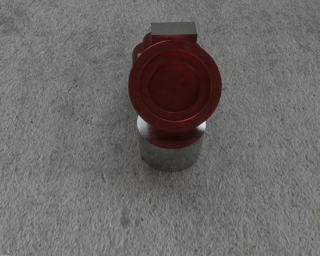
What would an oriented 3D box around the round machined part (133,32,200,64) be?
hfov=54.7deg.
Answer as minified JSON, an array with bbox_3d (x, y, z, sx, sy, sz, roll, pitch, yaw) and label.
[{"bbox_3d":[0.010,-0.106,0.441,0.099,0.098,0.042,-2,75,-2],"label":"round machined part"}]

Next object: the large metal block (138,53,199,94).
[{"bbox_3d":[0.013,-0.052,0.412,0.081,0.080,0.050,-2,50,-2],"label":"large metal block"}]

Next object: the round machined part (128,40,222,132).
[{"bbox_3d":[0.016,-0.044,0.345,0.099,0.042,0.097,0,88,-2],"label":"round machined part"}]

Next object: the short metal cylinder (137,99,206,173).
[{"bbox_3d":[0.013,0.008,0.383,0.081,0.050,0.080,0,50,0],"label":"short metal cylinder"}]

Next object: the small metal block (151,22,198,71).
[{"bbox_3d":[0.015,-0.095,0.364,0.050,0.050,0.025,-2,50,-2],"label":"small metal block"}]
